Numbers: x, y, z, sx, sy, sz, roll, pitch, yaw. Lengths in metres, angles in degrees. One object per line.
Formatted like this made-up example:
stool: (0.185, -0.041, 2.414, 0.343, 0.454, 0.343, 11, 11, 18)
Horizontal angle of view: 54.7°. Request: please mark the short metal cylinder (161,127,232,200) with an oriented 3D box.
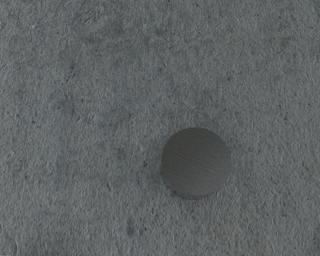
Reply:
short metal cylinder: (0.042, 0.045, 0.378, 0.081, 0.050, 0.080, 0, 70, 0)
